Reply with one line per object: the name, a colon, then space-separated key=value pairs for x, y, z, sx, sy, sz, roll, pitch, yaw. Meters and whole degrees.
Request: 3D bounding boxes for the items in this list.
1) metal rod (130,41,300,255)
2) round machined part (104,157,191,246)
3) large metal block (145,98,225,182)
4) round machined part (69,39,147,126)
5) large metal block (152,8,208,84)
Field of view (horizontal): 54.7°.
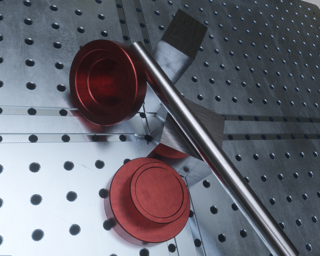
metal rod: x=0.053 y=0.020 z=0.360 sx=0.025 sy=0.025 sz=0.299 roll=-28 pitch=77 yaw=-37
round machined part: x=-0.008 y=0.077 z=0.346 sx=0.099 sy=0.042 sz=0.098 roll=14 pitch=56 yaw=-21
large metal block: x=0.033 y=0.013 z=0.402 sx=0.080 sy=0.050 sz=0.080 roll=24 pitch=53 yaw=-14
round machined part: x=-0.057 y=-0.054 z=0.369 sx=0.098 sy=0.098 sz=0.042 roll=54 pitch=29 yaw=10
large metal block: x=0.019 y=-0.110 z=0.450 sx=0.050 sy=0.080 sz=0.080 roll=31 pitch=52 yaw=-9
